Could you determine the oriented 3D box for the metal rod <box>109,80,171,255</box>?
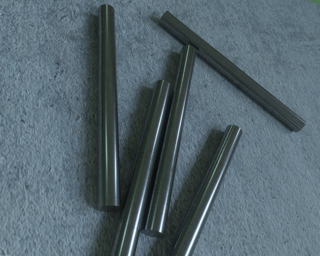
[{"bbox_3d":[-0.023,0.059,0.354,0.025,0.025,0.300,23,53,-14],"label":"metal rod"}]

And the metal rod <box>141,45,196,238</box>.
[{"bbox_3d":[0.020,-0.006,0.417,0.025,0.025,0.300,23,53,-14],"label":"metal rod"}]

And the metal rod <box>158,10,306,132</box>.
[{"bbox_3d":[0.124,-0.094,0.527,0.300,0.025,0.025,38,51,-3],"label":"metal rod"}]

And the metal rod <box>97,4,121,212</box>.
[{"bbox_3d":[-0.067,-0.046,0.395,0.025,0.025,0.299,8,58,-24],"label":"metal rod"}]

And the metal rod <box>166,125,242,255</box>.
[{"bbox_3d":[0.044,0.102,0.365,0.025,0.025,0.301,37,51,-4],"label":"metal rod"}]
